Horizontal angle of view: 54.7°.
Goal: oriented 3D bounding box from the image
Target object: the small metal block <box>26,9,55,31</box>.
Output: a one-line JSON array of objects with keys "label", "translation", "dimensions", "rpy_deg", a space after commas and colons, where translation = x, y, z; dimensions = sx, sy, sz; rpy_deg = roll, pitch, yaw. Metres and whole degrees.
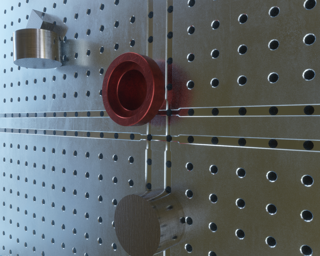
[{"label": "small metal block", "translation": [-0.235, -0.194, 0.604], "dimensions": [0.050, 0.025, 0.050], "rpy_deg": [47, 118, 30]}]

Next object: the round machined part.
[{"label": "round machined part", "translation": [-0.031, -0.051, 0.424], "dimensions": [0.098, 0.042, 0.097], "rpy_deg": [0, 90, 40]}]

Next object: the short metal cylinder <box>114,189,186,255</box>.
[{"label": "short metal cylinder", "translation": [-0.014, 0.123, 0.405], "dimensions": [0.080, 0.050, 0.080], "rpy_deg": [0, 90, 40]}]

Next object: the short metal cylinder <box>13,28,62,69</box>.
[{"label": "short metal cylinder", "translation": [-0.219, -0.140, 0.554], "dimensions": [0.080, 0.081, 0.050], "rpy_deg": [-5, 87, 40]}]
